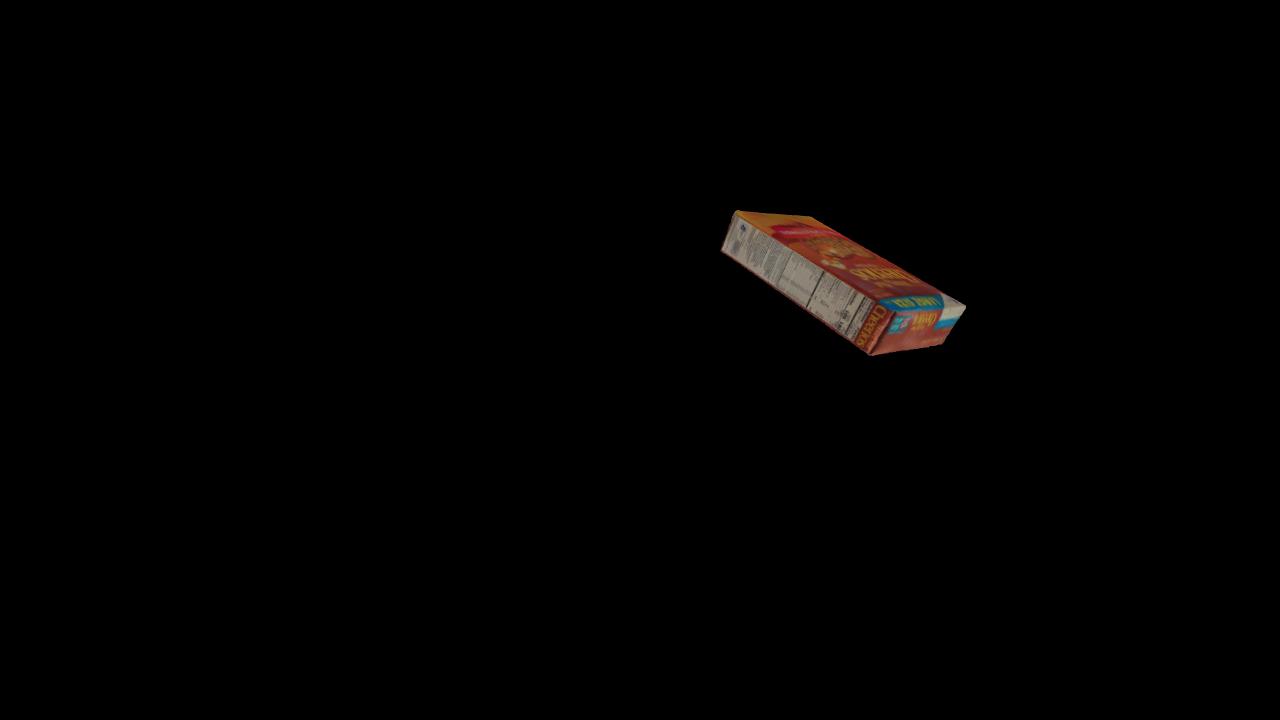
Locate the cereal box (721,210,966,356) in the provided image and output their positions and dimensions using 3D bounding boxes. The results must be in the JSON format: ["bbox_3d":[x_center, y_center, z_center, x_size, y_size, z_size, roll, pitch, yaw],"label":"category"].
[{"bbox_3d":[0.294,-0.124,0.914,0.203,0.081,0.306,-6,38,-38],"label":"cereal box"}]
